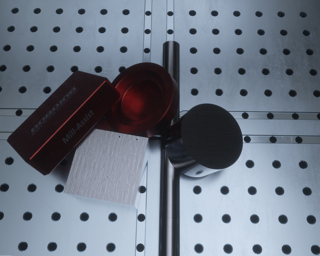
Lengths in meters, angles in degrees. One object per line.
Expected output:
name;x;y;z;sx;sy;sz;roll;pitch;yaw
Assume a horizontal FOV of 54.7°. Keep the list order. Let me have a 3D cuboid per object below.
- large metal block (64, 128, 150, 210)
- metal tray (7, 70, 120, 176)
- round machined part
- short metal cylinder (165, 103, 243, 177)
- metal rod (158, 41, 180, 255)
large metal block;-0.060;0.050;0.379;0.080;0.050;0.080;10;70;3
metal tray;-0.121;-0.013;0.387;0.130;0.030;0.090;-50;39;-16
round machined part;-0.020;-0.032;0.400;0.098;0.042;0.098;-9;67;23
short metal cylinder;0.053;0.016;0.379;0.081;0.050;0.080;7;69;-19
metal rod;0.013;0.019;0.405;0.025;0.025;0.299;1;70;0
